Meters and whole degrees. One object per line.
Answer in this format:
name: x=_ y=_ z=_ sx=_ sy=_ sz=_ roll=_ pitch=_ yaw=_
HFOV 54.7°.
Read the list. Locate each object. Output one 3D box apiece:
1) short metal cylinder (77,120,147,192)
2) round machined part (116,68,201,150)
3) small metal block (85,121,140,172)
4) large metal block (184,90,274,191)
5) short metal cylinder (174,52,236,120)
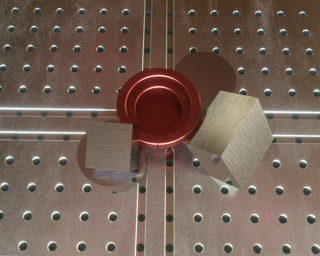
short metal cylinder: x=-0.056 y=0.036 z=0.384 sx=0.081 sy=0.050 sz=0.080 roll=0 pitch=70 yaw=0
round machined part: x=-0.002 y=-0.020 z=0.379 sx=0.099 sy=0.042 sz=0.098 roll=0 pitch=70 yaw=0
small metal block: x=-0.051 y=0.019 z=0.338 sx=0.050 sy=0.025 sz=0.050 roll=4 pitch=89 yaw=14
large metal block: x=0.086 y=0.015 z=0.371 sx=0.050 sy=0.080 sz=0.080 roll=20 pitch=67 yaw=43
short metal cylinder: x=0.057 y=-0.055 z=0.419 sx=0.081 sy=0.050 sz=0.080 roll=0 pitch=70 yaw=0
